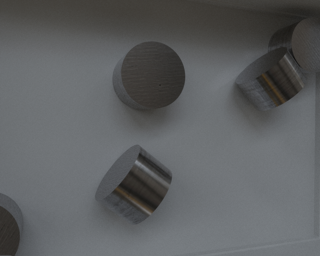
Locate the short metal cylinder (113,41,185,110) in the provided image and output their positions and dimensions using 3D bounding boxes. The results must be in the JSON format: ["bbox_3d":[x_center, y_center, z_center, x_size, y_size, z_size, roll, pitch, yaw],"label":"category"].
[{"bbox_3d":[-0.015,-0.063,0.391,0.081,0.050,0.080,0,90,-20],"label":"short metal cylinder"}]

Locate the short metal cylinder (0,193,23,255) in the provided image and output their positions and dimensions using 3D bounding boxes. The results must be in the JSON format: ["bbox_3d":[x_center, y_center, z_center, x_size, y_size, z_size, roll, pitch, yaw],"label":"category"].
[{"bbox_3d":[-0.190,0.111,0.327,0.081,0.050,0.080,0,90,-20],"label":"short metal cylinder"}]

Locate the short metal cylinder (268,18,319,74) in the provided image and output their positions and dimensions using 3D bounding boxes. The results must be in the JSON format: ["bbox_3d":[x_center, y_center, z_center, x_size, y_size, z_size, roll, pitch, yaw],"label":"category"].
[{"bbox_3d":[0.216,-0.121,0.476,0.081,0.050,0.080,0,90,-20],"label":"short metal cylinder"}]

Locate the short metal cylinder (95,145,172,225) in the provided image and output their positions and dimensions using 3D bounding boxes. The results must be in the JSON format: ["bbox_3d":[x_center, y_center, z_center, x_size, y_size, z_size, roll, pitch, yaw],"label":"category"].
[{"bbox_3d":[-0.032,0.067,0.370,0.050,0.080,0.080,41,77,-16],"label":"short metal cylinder"}]

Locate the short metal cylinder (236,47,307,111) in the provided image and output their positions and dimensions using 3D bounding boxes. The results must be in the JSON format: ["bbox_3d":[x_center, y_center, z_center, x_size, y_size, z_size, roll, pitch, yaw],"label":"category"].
[{"bbox_3d":[0.156,-0.069,0.438,0.080,0.080,0.050,-44,104,-15],"label":"short metal cylinder"}]
